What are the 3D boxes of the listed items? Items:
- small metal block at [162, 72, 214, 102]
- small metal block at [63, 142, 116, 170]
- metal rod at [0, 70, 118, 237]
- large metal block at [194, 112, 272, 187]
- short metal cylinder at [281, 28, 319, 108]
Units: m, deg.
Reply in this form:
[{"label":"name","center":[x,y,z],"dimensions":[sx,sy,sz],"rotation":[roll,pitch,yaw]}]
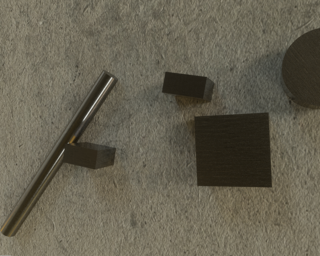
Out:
[{"label":"small metal block","center":[0.036,-0.050,0.382],"dimensions":[0.050,0.050,0.025],"rotation":[11,94,19]},{"label":"small metal block","center":[-0.096,0.037,0.428],"dimensions":[0.050,0.050,0.025],"rotation":[9,93,19]},{"label":"metal rod","center":[-0.155,0.045,0.461],"dimensions":[0.025,0.025,0.299],"rotation":[39,102,15]},{"label":"large metal block","center":[0.087,0.025,0.365],"dimensions":[0.080,0.050,0.079],"rotation":[-3,89,19]},{"label":"short metal cylinder","center":[0.174,-0.062,0.335],"dimensions":[0.080,0.050,0.079],"rotation":[0,90,19]}]
